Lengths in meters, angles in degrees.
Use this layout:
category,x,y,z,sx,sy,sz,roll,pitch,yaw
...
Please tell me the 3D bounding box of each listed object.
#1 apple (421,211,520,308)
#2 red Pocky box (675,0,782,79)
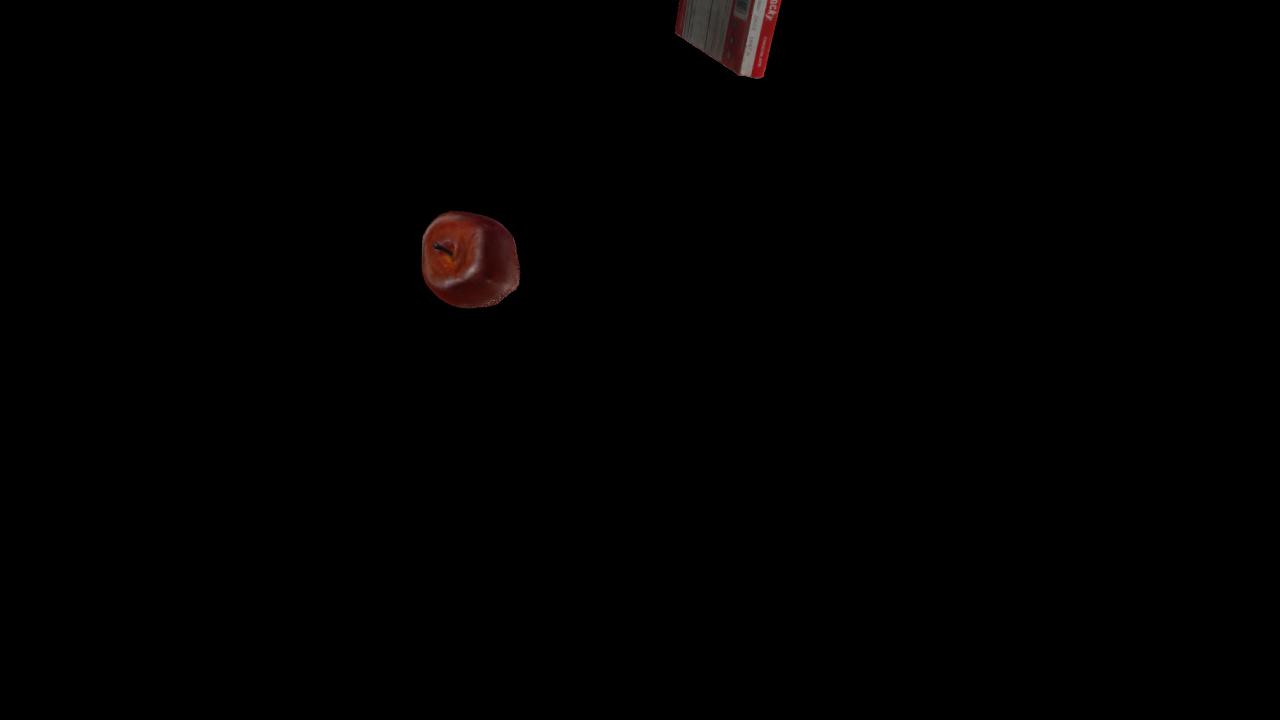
category,x,y,z,sx,sy,sz,roll,pitch,yaw
apple,-0.137,-0.081,0.502,0.079,0.079,0.093,0,-6,16
red Pocky box,0.073,-0.308,0.531,0.028,0.083,0.155,-5,40,-18
